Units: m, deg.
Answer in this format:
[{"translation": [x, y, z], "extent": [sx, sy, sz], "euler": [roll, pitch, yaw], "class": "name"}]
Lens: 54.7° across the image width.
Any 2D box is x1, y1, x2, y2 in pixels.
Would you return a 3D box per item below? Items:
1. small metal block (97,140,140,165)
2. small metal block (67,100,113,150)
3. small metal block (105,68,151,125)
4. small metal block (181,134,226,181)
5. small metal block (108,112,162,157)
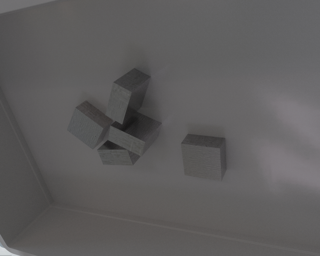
[{"translation": [-0.051, 0.028, 0.436], "extent": [0.050, 0.050, 0.025], "euler": [-3, 117, 29], "class": "small metal block"}, {"translation": [-0.105, -0.004, 0.462], "extent": [0.050, 0.025, 0.050], "euler": [37, 129, 3], "class": "small metal block"}, {"translation": [-0.040, -0.040, 0.389], "extent": [0.025, 0.050, 0.050], "euler": [29, 128, 10], "class": "small metal block"}, {"translation": [0.058, 0.038, 0.402], "extent": [0.050, 0.025, 0.050], "euler": [6, 121, 25], "class": "small metal block"}, {"translation": [-0.033, 0.005, 0.413], "extent": [0.050, 0.050, 0.025], "euler": [25, 127, 13], "class": "small metal block"}]
